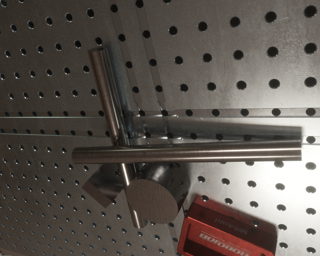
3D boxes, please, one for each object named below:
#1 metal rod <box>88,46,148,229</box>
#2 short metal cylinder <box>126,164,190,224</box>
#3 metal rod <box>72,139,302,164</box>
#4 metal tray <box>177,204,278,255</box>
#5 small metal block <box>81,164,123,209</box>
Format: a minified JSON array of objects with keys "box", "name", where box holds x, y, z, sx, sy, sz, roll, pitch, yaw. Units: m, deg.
[{"box":[-0.056,0.031,0.457,0.025,0.025,0.298,4,121,25],"name":"metal rod"},{"box":[-0.002,0.092,0.451,0.080,0.050,0.079,13,124,20],"name":"short metal cylinder"},{"box":[0.017,0.033,0.400,0.301,0.025,0.025,-3,117,22],"name":"metal rod"},{"box":[0.096,0.176,0.465,0.130,0.030,0.089,19,126,16],"name":"metal tray"},{"box":[-0.087,0.090,0.495,0.050,0.050,0.025,42,129,-1],"name":"small metal block"}]
